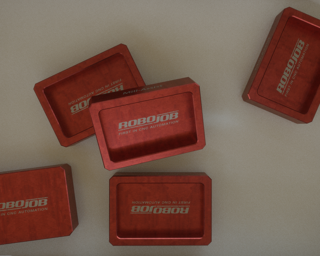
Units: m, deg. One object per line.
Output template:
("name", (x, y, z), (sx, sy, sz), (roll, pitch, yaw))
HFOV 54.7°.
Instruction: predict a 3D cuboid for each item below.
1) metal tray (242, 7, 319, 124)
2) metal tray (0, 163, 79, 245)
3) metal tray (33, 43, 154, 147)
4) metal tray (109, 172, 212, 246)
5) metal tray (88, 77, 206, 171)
("metal tray", (0.177, -0.081, 0.411), (0.090, 0.030, 0.129), (23, 90, -1))
("metal tray", (-0.181, 0.100, 0.407), (0.131, 0.030, 0.089), (-7, 90, -1))
("metal tray", (-0.084, -0.042, 0.407), (0.131, 0.030, 0.090), (-26, 90, -1))
("metal tray", (0.001, 0.105, 0.408), (0.131, 0.030, 0.089), (0, 90, -1))
("metal tray", (-0.014, -0.005, 0.384), (0.131, 0.030, 0.089), (-13, 115, -7))
